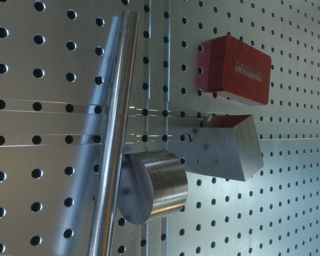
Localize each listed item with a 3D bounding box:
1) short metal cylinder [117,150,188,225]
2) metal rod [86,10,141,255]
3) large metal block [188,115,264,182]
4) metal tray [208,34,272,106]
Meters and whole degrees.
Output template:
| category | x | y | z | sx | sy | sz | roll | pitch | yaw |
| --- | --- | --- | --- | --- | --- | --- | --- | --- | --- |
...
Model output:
| category | x | y | z | sx | sy | sz | roll | pitch | yaw |
| --- | --- | --- | --- | --- | --- | --- | --- | --- | --- |
| short metal cylinder | -0.013 | 0.067 | 0.364 | 0.050 | 0.080 | 0.079 | -4 | 93 | -40 |
| metal rod | -0.051 | 0.008 | 0.351 | 0.025 | 0.025 | 0.299 | 16 | 75 | -39 |
| large metal block | 0.097 | 0.027 | 0.458 | 0.050 | 0.080 | 0.080 | -28 | 108 | -37 |
| metal tray | 0.139 | -0.093 | 0.525 | 0.131 | 0.030 | 0.089 | 10 | 84 | -40 |
